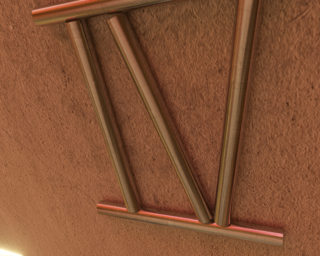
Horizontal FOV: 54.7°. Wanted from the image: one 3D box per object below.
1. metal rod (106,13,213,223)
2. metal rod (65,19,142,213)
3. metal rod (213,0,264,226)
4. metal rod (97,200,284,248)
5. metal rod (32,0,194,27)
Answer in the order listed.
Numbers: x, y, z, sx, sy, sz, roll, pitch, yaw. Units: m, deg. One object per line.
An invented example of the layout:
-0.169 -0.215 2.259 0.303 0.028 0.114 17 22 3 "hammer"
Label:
0.008 0.001 0.403 0.025 0.025 0.299 -12 113 33 "metal rod"
-0.073 -0.001 0.443 0.025 0.025 0.298 1 119 27 "metal rod"
0.086 0.002 0.362 0.025 0.025 0.298 12 124 21 "metal rod"
0.030 0.143 0.478 0.301 0.025 0.025 1 119 27 "metal rod"
-0.021 -0.140 0.331 0.301 0.025 0.025 1 119 27 "metal rod"
